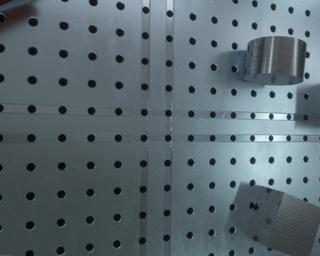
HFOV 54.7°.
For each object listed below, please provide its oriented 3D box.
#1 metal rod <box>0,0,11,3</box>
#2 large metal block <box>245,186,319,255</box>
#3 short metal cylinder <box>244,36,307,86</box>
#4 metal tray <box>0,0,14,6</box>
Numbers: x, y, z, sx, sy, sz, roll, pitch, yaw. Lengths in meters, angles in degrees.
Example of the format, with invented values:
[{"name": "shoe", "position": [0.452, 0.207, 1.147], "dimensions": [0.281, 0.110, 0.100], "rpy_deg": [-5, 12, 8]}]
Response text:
[{"name": "metal rod", "position": [-0.200, -0.143, 0.338], "dimensions": [0.302, 0.025, 0.025], "rpy_deg": [-28, 100, -18]}, {"name": "large metal block", "position": [0.188, 0.143, 0.469], "dimensions": [0.080, 0.050, 0.080], "rpy_deg": [24, 82, -19]}, {"name": "short metal cylinder", "position": [0.164, -0.093, 0.443], "dimensions": [0.081, 0.080, 0.050], "rpy_deg": [7, 88, -20]}, {"name": "metal tray", "position": [-0.206, -0.156, 0.311], "dimensions": [0.131, 0.030, 0.090], "rpy_deg": [-35, 76, -20]}]
